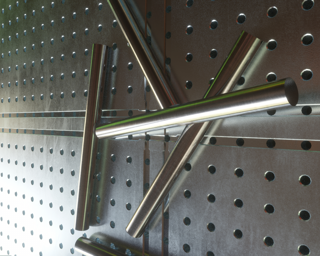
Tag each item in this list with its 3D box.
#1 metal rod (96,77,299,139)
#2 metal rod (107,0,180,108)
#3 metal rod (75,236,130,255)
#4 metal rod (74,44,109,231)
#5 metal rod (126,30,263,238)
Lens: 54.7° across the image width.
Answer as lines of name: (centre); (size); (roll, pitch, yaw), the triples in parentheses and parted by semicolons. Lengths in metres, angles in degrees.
metal rod: (0.011, -0.012, 0.371); (0.299, 0.025, 0.025); (-10, 84, 47)
metal rod: (-0.046, -0.150, 0.444); (0.025, 0.025, 0.299); (-39, 67, 33)
metal rod: (-0.015, 0.198, 0.419); (0.300, 0.025, 0.025); (3, 92, 39)
metal rod: (-0.111, 0.018, 0.497); (0.025, 0.025, 0.298); (12, 98, 39)
metal rod: (0.031, 0.024, 0.382); (0.025, 0.025, 0.298); (43, 115, 31)
